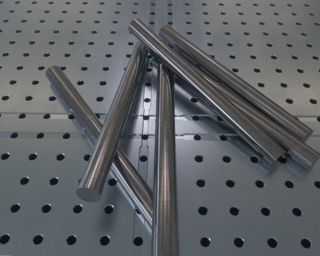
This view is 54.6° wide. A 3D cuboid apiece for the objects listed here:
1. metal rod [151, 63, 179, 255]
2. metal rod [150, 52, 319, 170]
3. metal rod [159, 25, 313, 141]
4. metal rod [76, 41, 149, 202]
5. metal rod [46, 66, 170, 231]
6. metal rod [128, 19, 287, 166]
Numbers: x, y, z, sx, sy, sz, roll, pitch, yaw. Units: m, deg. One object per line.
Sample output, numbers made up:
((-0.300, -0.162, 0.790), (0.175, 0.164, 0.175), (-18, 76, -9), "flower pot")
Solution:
((0.006, 0.013, 0.377), (0.025, 0.025, 0.300), (1, 44, 0), "metal rod")
((0.089, -0.046, 0.446), (0.025, 0.025, 0.300), (-33, 58, -25), "metal rod")
((0.098, -0.079, 0.474), (0.025, 0.025, 0.300), (-30, 56, -23), "metal rod")
((-0.050, -0.035, 0.414), (0.025, 0.025, 0.300), (6, 43, 5), "metal rod")
((-0.079, 0.009, 0.399), (0.025, 0.025, 0.300), (-28, 55, -21), "metal rod")
((0.052, -0.064, 0.438), (0.025, 0.025, 0.300), (-31, 64, -24), "metal rod")
